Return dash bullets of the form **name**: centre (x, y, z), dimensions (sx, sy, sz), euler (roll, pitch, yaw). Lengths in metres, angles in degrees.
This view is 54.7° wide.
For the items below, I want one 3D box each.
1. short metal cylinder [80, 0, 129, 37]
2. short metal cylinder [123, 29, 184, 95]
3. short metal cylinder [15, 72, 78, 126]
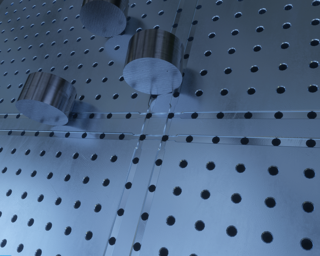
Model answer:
- **short metal cylinder**: centre (-0.097, -0.210, 0.550), dimensions (0.080, 0.080, 0.050), euler (-10, 58, 22)
- **short metal cylinder**: centre (-0.008, -0.090, 0.431), dimensions (0.080, 0.080, 0.050), euler (-8, 59, 24)
- **short metal cylinder**: centre (-0.178, -0.045, 0.491), dimensions (0.080, 0.080, 0.050), euler (-3, 61, 26)
